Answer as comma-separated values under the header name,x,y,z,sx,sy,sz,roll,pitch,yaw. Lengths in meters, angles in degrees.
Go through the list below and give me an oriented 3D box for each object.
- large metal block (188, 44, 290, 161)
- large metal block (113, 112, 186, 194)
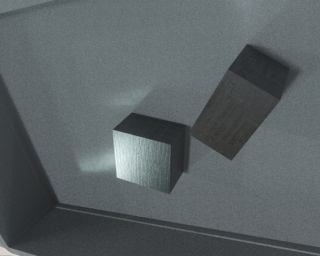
name,x,y,z,sx,sy,sz,roll,pitch,yaw
large metal block,0.080,-0.028,0.314,0.050,0.080,0.079,33,129,7
large metal block,-0.013,0.033,0.420,0.080,0.050,0.079,14,124,20
